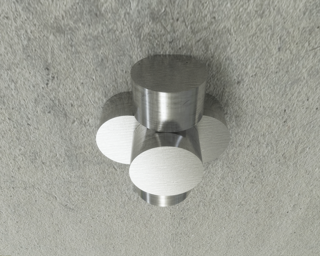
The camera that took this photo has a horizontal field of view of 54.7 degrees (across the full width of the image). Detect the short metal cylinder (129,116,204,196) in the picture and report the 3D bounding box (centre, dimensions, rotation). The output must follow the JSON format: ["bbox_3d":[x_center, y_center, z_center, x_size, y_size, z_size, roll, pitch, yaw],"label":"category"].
[{"bbox_3d":[0.007,0.033,0.354,0.081,0.050,0.079,0,130,0],"label":"short metal cylinder"}]

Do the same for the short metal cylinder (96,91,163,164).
[{"bbox_3d":[-0.036,0.000,0.392,0.081,0.050,0.079,0,130,0],"label":"short metal cylinder"}]

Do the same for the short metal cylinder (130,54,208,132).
[{"bbox_3d":[0.010,-0.040,0.339,0.081,0.080,0.050,0,130,-1],"label":"short metal cylinder"}]

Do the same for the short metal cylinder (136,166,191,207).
[{"bbox_3d":[0.005,0.059,0.424,0.081,0.080,0.050,0,130,-1],"label":"short metal cylinder"}]

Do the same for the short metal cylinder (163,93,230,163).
[{"bbox_3d":[0.044,0.000,0.393,0.081,0.050,0.079,0,130,0],"label":"short metal cylinder"}]
